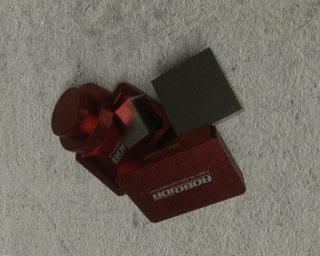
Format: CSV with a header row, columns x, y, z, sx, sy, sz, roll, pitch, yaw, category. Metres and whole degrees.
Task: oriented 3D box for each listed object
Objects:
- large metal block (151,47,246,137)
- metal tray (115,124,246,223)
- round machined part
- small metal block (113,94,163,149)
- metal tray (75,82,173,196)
x,y,z,sx,sy,sz,roll,pitch,yaw,category
0.048,-0.039,0.380,0.080,0.050,0.080,-28,81,17,large metal block
0.025,0.060,0.374,0.130,0.030,0.090,-24,118,19,metal tray
-0.110,-0.016,0.418,0.098,0.042,0.098,-20,59,38,round machined part
-0.031,-0.008,0.397,0.050,0.025,0.050,-37,79,45,small metal block
-0.046,0.015,0.423,0.090,0.030,0.129,37,101,16,metal tray
